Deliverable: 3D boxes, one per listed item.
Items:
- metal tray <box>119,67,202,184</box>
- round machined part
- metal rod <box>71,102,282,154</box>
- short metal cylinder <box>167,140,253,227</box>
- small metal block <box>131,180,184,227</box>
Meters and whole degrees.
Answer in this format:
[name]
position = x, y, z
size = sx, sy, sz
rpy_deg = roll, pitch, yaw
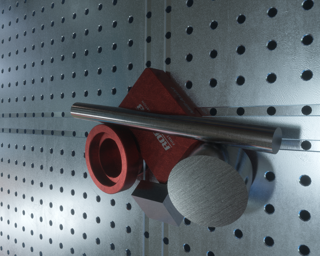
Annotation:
[metal tray]
position = 0.002, -0.004, 0.404
size = 0.090, 0.030, 0.130
rpy_deg = -51, 61, 27
[round machined part]
position = -0.062, 0.041, 0.440
size = 0.098, 0.042, 0.097
rpy_deg = 8, 102, 44
[metal rod]
position = -0.009, -0.007, 0.374
size = 0.300, 0.025, 0.025
rpy_deg = 9, 96, 39
[short metal cylinder]
position = 0.054, 0.056, 0.327
size = 0.080, 0.050, 0.079
rpy_deg = 7, 111, 19
[small metal block]
position = 0.000, 0.094, 0.390
size = 0.050, 0.025, 0.050
rpy_deg = 3, 136, 39
